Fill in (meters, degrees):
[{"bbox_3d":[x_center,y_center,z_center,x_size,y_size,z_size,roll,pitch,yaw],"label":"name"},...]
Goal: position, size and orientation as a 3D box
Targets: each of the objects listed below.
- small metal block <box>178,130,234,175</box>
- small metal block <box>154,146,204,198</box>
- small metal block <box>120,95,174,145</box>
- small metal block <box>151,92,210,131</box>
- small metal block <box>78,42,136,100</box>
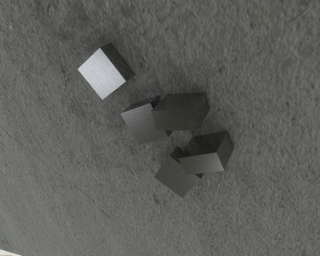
[{"bbox_3d":[0.057,0.030,0.378,0.050,0.050,0.025,-13,112,33],"label":"small metal block"},{"bbox_3d":[0.027,0.062,0.429,0.050,0.025,0.050,36,129,3],"label":"small metal block"},{"bbox_3d":[-0.015,-0.010,0.408,0.050,0.025,0.050,-16,110,34],"label":"small metal block"},{"bbox_3d":[0.025,-0.020,0.364,0.050,0.050,0.025,0,119,28],"label":"small metal block"},{"bbox_3d":[-0.068,-0.072,0.397,0.050,0.025,0.050,-30,102,37],"label":"small metal block"}]
